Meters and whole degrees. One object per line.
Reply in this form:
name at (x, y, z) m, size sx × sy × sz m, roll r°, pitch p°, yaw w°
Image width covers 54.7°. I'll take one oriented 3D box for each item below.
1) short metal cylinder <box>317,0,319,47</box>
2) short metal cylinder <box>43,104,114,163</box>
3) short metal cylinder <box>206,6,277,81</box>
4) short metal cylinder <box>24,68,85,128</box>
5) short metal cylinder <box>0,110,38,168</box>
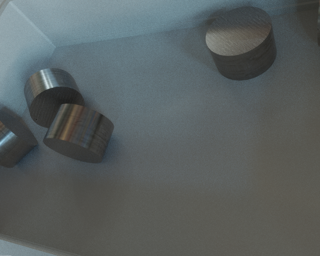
short metal cylinder at (0.208, -0.132, 0.342) m, size 0.050 × 0.080 × 0.080 m, roll 7°, pitch 65°, yaw 31°
short metal cylinder at (-0.109, 0.009, 0.420) m, size 0.080 × 0.080 × 0.050 m, roll 3°, pitch 63°, yaw 29°
short metal cylinder at (0.105, -0.109, 0.400) m, size 0.080 × 0.050 × 0.080 m, roll -13°, pitch 56°, yaw 20°
short metal cylinder at (-0.164, -0.046, 0.482) m, size 0.080 × 0.080 × 0.050 m, roll -37°, pitch 52°, yaw 3°
short metal cylinder at (-0.242, 0.017, 0.484) m, size 0.050 × 0.080 × 0.080 m, roll -45°, pitch 51°, yaw -3°
